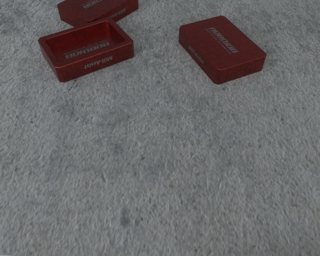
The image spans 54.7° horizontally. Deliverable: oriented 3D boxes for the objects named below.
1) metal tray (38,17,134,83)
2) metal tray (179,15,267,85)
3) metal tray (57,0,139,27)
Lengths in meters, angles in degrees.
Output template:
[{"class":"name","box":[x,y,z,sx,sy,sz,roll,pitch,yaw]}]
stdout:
[{"class":"metal tray","box":[-0.120,-0.132,0.509,0.131,0.030,0.090,-25,55,-20]},{"class":"metal tray","box":[0.099,-0.133,0.513,0.091,0.030,0.130,-19,53,-16]},{"class":"metal tray","box":[-0.116,-0.233,0.595,0.090,0.030,0.131,32,57,24]}]
